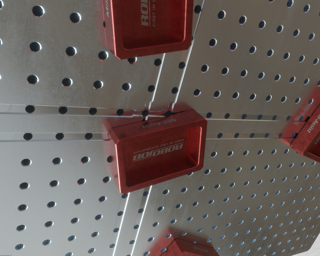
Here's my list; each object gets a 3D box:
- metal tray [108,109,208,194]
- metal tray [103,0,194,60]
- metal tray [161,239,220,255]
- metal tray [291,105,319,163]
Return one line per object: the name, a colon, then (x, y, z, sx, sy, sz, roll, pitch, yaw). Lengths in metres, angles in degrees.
metal tray: (0.000, 0.032, 0.428, 0.131, 0.030, 0.089, -14, 124, -21)
metal tray: (-0.011, -0.142, 0.315, 0.091, 0.030, 0.129, -14, 124, -21)
metal tray: (0.052, 0.270, 0.606, 0.131, 0.030, 0.090, 31, 101, -38)
metal tray: (0.317, 0.000, 0.584, 0.091, 0.030, 0.129, 20, 108, -36)
